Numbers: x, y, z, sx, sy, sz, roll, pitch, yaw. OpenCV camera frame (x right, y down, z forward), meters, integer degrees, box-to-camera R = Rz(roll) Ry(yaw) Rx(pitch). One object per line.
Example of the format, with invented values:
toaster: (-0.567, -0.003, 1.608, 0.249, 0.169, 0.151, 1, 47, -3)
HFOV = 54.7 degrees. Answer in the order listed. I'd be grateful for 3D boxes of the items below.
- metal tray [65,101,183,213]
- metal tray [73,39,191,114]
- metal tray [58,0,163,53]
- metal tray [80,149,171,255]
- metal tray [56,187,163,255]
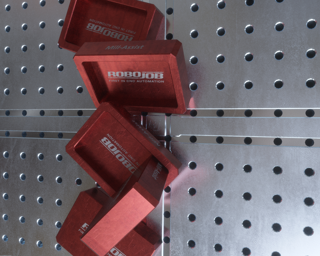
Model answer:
metal tray: (-0.047, 0.039, 0.402, 0.130, 0.030, 0.090, 44, 104, 6)
metal tray: (-0.032, -0.063, 0.391, 0.130, 0.090, 0.030, 4, 47, 19)
metal tray: (-0.071, -0.137, 0.433, 0.130, 0.030, 0.089, 21, 97, 18)
metal tray: (-0.033, 0.080, 0.366, 0.030, 0.130, 0.090, 44, 104, -2)
metal tray: (-0.073, 0.157, 0.435, 0.130, 0.030, 0.090, 33, 100, 16)
